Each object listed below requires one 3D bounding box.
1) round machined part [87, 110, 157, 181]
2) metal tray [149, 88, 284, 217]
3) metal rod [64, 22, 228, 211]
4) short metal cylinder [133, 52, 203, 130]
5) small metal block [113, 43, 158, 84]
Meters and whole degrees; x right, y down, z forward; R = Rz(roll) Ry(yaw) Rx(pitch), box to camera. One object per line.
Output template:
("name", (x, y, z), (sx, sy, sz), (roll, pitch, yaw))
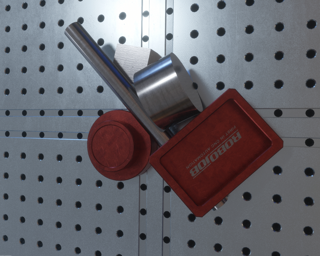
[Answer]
("round machined part", (-0.058, 0.023, 0.422), (0.098, 0.042, 0.097), (0, 90, 19))
("metal tray", (0.064, 0.028, 0.364), (0.130, 0.030, 0.090), (-41, 85, -1))
("metal rod", (-0.021, -0.018, 0.401), (0.025, 0.025, 0.300), (-41, 85, 15))
("short metal cylinder", (0.011, -0.044, 0.378), (0.050, 0.080, 0.080), (-26, 82, 18))
("small metal block", (-0.036, -0.085, 0.425), (0.050, 0.025, 0.050), (14, 95, 19))
